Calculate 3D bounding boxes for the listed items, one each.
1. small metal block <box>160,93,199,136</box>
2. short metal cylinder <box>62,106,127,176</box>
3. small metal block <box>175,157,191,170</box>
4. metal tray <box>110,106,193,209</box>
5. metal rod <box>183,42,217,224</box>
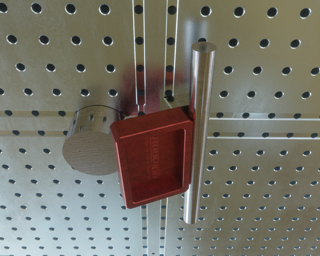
[{"bbox_3d":[0.031,-0.015,0.399,0.050,0.025,0.050,-12,130,9],"label":"small metal block"},{"bbox_3d":[-0.082,0.017,0.408,0.081,0.050,0.079,0,130,0],"label":"short metal cylinder"},{"bbox_3d":[0.020,0.052,0.455,0.050,0.025,0.050,32,123,-25],"label":"small metal block"},{"bbox_3d":[-0.008,0.041,0.391,0.091,0.030,0.129,-14,132,-14],"label":"metal tray"},{"bbox_3d":[0.047,0.032,0.406,0.025,0.025,0.298,-1,130,0],"label":"metal rod"}]
